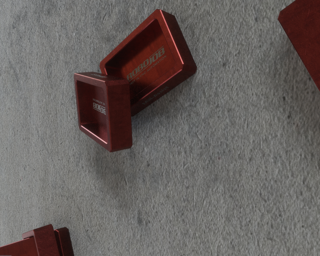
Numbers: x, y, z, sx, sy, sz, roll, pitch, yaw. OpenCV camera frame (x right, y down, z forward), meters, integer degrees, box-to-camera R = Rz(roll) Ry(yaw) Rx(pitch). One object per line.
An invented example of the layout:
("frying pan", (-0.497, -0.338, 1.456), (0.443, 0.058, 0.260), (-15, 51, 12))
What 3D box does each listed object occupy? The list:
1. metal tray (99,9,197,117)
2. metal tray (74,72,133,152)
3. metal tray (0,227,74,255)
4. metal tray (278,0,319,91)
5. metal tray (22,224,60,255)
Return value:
("metal tray", (-0.022, -0.083, 0.419), (0.130, 0.030, 0.090), (-32, 70, 35))
("metal tray", (-0.083, -0.028, 0.433), (0.130, 0.030, 0.089), (23, 119, 55))
("metal tray", (-0.217, 0.238, 0.548), (0.130, 0.030, 0.090), (-20, 76, 13))
("metal tray", (0.172, -0.070, 0.260), (0.090, 0.030, 0.130), (-33, 70, 35))
("metal tray", (-0.210, 0.224, 0.548), (0.129, 0.030, 0.090), (-33, 71, 53))
